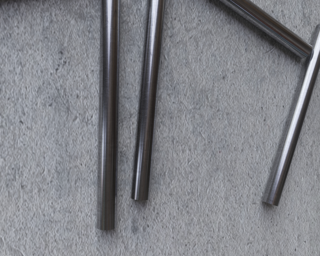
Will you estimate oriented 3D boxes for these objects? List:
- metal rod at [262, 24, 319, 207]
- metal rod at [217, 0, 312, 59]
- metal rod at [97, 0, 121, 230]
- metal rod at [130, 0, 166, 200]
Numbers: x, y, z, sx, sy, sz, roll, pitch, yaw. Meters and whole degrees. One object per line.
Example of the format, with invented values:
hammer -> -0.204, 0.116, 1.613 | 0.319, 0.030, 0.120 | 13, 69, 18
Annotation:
metal rod -> 0.217, -0.025, 0.488 | 0.025, 0.025, 0.299 | 22, 83, -19
metal rod -> 0.104, -0.186, 0.446 | 0.301, 0.025, 0.025 | 27, 81, -18
metal rod -> -0.063, -0.026, 0.385 | 0.025, 0.025, 0.298 | 1, 90, -20
metal rod -> -0.013, -0.058, 0.403 | 0.025, 0.025, 0.298 | 5, 88, -20
